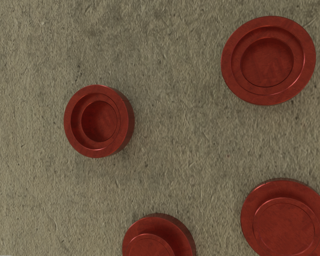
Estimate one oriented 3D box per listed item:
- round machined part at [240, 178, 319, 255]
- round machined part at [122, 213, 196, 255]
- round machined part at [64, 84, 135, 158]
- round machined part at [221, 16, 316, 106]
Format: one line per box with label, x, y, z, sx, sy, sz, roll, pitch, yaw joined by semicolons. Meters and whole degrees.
round machined part;0.141;0.108;0.350;0.098;0.042;0.097;0;90;20
round machined part;-0.006;0.165;0.402;0.098;0.042;0.097;0;90;20
round machined part;-0.079;-0.009;0.428;0.098;0.042;0.097;0;90;20
round machined part;0.122;-0.073;0.357;0.098;0.042;0.097;0;90;20
